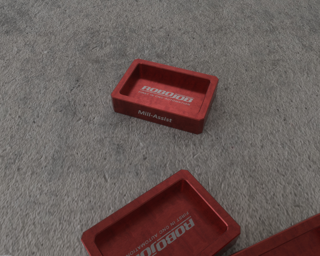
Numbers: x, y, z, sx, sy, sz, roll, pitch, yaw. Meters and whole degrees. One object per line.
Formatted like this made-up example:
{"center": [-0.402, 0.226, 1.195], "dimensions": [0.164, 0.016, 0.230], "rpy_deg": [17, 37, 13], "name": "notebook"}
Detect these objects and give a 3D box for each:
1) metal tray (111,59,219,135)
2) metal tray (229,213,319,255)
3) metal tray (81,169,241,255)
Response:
{"center": [0.009, -0.048, 0.440], "dimensions": [0.130, 0.030, 0.090], "rpy_deg": [16, 52, 12], "name": "metal tray"}
{"center": [0.118, 0.139, 0.270], "dimensions": [0.131, 0.030, 0.090], "rpy_deg": [-18, 66, -15], "name": "metal tray"}
{"center": [0.002, 0.109, 0.307], "dimensions": [0.131, 0.030, 0.090], "rpy_deg": [-29, 56, -23], "name": "metal tray"}
